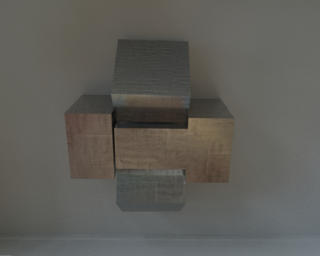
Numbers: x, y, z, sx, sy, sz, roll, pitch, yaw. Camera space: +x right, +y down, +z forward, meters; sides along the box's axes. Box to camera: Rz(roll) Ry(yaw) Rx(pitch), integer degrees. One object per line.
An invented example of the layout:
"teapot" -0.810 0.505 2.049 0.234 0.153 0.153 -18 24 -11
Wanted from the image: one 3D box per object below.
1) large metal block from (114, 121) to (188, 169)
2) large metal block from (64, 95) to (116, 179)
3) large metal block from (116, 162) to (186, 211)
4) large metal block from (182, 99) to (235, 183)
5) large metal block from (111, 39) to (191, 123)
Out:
"large metal block" -0.010 0.010 0.384 0.081 0.080 0.050 1 110 -1
"large metal block" -0.078 0.008 0.383 0.050 0.080 0.079 1 110 0
"large metal block" -0.011 0.078 0.402 0.081 0.080 0.050 0 68 -2
"large metal block" 0.055 0.013 0.386 0.050 0.080 0.079 1 110 0
"large metal block" -0.009 -0.054 0.354 0.081 0.080 0.050 2 148 -1
